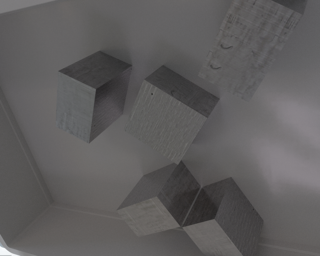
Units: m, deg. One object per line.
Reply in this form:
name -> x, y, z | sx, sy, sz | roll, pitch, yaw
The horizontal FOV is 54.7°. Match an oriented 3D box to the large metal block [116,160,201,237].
large metal block -> 0.000, 0.098, 0.434 | 0.080, 0.080, 0.050 | -28, 103, 37

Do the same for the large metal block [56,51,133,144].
large metal block -> -0.083, -0.041, 0.392 | 0.050, 0.080, 0.079 | 26, 128, 12

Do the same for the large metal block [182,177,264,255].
large metal block -> 0.085, 0.126, 0.406 | 0.050, 0.080, 0.080 | -30, 102, 38

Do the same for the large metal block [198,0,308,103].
large metal block -> 0.084, -0.082, 0.278 | 0.050, 0.080, 0.079 | 30, 128, 9

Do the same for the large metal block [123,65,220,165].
large metal block -> 0.013, -0.016, 0.376 | 0.080, 0.050, 0.079 | 32, 129, 7
